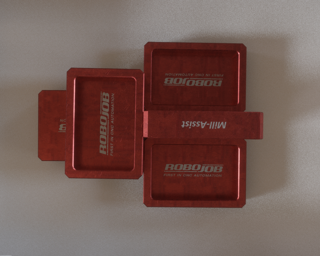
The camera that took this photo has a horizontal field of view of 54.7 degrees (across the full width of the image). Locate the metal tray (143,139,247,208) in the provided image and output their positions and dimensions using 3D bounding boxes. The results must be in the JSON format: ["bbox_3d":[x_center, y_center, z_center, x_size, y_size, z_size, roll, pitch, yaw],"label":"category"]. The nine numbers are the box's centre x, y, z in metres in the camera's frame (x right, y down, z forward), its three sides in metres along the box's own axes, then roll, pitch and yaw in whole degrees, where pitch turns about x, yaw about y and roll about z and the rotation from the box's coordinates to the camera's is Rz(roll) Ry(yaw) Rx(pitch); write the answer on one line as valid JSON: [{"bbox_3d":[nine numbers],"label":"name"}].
[{"bbox_3d":[0.045,0.056,0.408,0.131,0.030,0.089,1,90,-1],"label":"metal tray"}]

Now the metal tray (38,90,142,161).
[{"bbox_3d":[-0.088,-0.003,0.405,0.131,0.030,0.089,0,90,-1],"label":"metal tray"}]

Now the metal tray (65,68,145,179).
[{"bbox_3d":[-0.065,-0.005,0.376,0.091,0.030,0.129,1,90,-1],"label":"metal tray"}]

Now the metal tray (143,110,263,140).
[{"bbox_3d":[0.047,-0.004,0.377,0.131,0.090,0.030,1,90,-1],"label":"metal tray"}]

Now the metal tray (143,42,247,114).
[{"bbox_3d":[0.045,-0.064,0.408,0.131,0.030,0.089,1,90,-1],"label":"metal tray"}]
